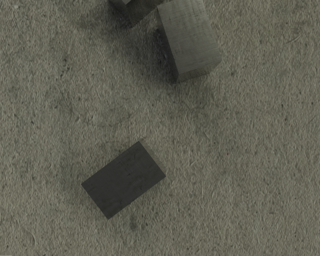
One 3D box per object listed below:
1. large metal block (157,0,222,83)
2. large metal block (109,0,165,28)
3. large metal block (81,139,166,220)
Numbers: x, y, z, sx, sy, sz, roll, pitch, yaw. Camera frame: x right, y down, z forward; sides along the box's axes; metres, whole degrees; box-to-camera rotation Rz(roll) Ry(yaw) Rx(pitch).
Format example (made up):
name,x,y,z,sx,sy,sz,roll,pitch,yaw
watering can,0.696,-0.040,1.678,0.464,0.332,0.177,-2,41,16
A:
name,x,y,z,sx,sy,sz,roll,pitch,yaw
large metal block,0.033,-0.105,0.383,0.050,0.080,0.080,-18,90,0
large metal block,-0.024,-0.181,0.382,0.080,0.080,0.050,-41,90,0
large metal block,-0.040,0.058,0.382,0.080,0.080,0.050,-37,90,0
